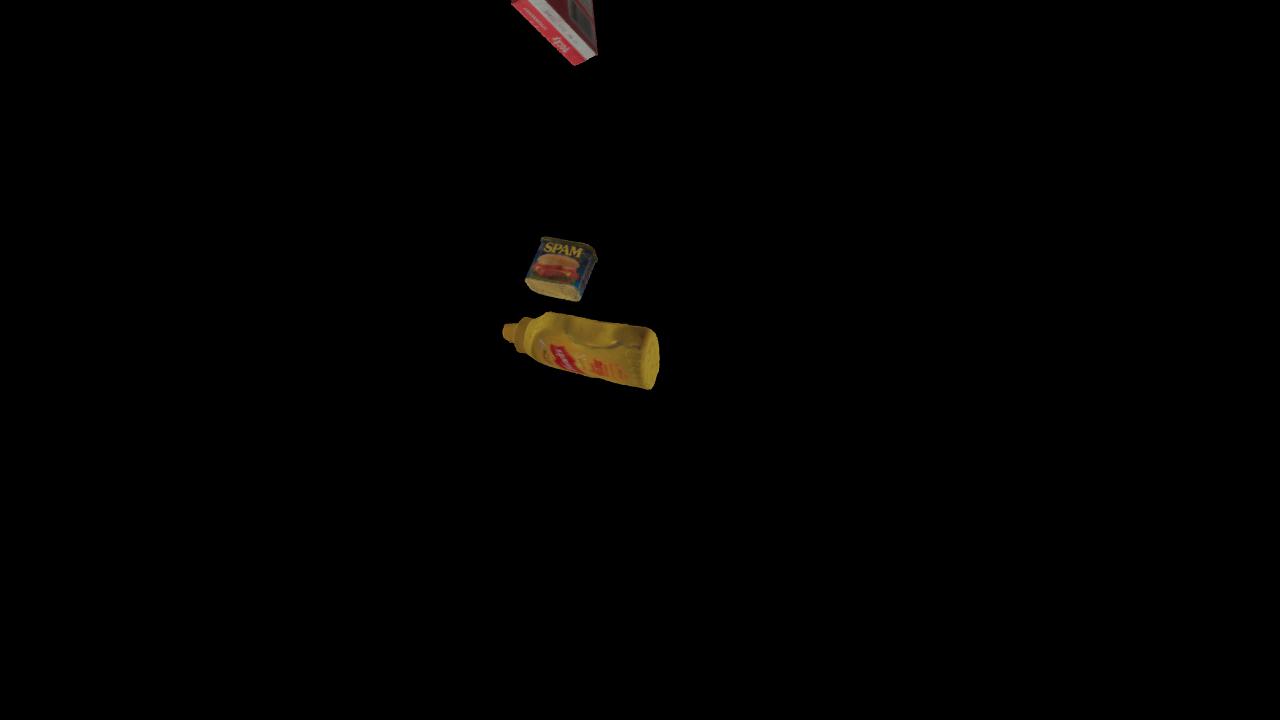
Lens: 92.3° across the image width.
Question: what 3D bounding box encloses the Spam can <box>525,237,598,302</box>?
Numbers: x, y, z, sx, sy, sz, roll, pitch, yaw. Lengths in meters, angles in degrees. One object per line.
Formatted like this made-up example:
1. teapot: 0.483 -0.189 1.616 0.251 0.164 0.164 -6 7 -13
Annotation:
1. Spam can: -0.133 -0.152 1.036 0.101 0.085 0.058 13 -22 16

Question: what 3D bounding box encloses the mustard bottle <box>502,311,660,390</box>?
1. mustard bottle: -0.072 -0.017 0.698 0.184 0.054 0.092 12 -24 15

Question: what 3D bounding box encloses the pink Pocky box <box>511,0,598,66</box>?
1. pink Pocky box: -0.074 -0.336 0.513 0.029 0.155 0.084 -13 -16 27
